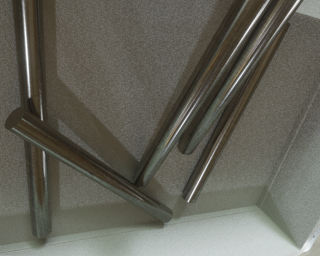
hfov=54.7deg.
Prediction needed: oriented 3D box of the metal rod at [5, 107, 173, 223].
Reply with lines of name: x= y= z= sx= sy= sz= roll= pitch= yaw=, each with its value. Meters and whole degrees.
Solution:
metal rod: x=-0.063 y=0.066 z=0.397 sx=0.025 sy=0.025 sz=0.300 roll=-43 pitch=135 yaw=1

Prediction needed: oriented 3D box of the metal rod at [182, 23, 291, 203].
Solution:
metal rod: x=0.104 y=-0.014 z=0.459 sx=0.025 sy=0.025 sz=0.298 roll=11 pitch=113 yaw=-33

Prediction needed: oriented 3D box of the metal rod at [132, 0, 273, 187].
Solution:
metal rod: x=0.023 y=-0.015 z=0.335 sx=0.025 sy=0.025 sz=0.298 roll=-3 pitch=145 yaw=-27

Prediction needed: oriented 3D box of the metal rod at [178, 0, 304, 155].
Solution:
metal rod: x=0.072 y=-0.047 z=0.328 sx=0.025 sy=0.025 sz=0.298 roll=-13 pitch=154 yaw=-22

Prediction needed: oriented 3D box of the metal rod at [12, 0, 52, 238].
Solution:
metal rod: x=-0.135 y=0.005 z=0.338 sx=0.025 sy=0.025 sz=0.298 roll=-6 pitch=121 yaw=-26
